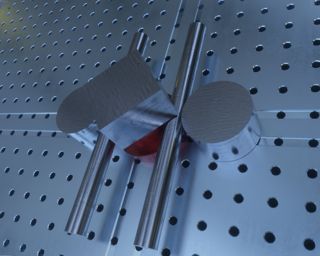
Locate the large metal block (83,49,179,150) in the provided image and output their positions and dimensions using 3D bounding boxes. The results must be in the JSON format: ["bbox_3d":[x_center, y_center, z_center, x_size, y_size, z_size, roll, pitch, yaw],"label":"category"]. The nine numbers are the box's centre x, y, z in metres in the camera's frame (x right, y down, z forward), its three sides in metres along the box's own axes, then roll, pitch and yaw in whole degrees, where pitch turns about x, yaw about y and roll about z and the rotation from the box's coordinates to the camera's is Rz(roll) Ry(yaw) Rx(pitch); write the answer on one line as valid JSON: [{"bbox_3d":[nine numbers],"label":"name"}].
[{"bbox_3d":[-0.036,-0.035,0.372,0.080,0.050,0.080,-33,51,6],"label":"large metal block"}]

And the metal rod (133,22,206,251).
[{"bbox_3d":[0.019,-0.010,0.377,0.025,0.025,0.300,0,62,28],"label":"metal rod"}]

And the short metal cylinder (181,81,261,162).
[{"bbox_3d":[0.071,-0.008,0.359,0.080,0.050,0.080,-13,56,21],"label":"short metal cylinder"}]

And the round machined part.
[{"bbox_3d":[-0.016,-0.007,0.411,0.098,0.042,0.098,-13,56,21],"label":"round machined part"}]

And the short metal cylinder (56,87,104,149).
[{"bbox_3d":[-0.104,-0.016,0.456,0.080,0.050,0.080,-13,56,21],"label":"short metal cylinder"}]

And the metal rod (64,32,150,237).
[{"bbox_3d":[-0.063,-0.009,0.420,0.025,0.025,0.300,1,62,28],"label":"metal rod"}]
